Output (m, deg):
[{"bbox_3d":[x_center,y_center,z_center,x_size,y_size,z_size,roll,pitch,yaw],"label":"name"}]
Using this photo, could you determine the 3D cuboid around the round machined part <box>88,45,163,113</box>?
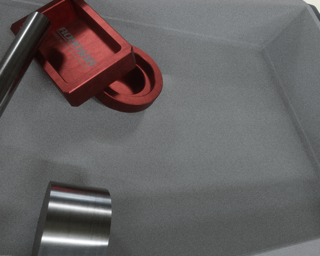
[{"bbox_3d":[-0.049,-0.061,0.407,0.099,0.042,0.098,14,56,-21],"label":"round machined part"}]

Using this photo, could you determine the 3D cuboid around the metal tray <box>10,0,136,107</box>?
[{"bbox_3d":[-0.102,-0.097,0.364,0.090,0.030,0.130,-38,67,-14],"label":"metal tray"}]

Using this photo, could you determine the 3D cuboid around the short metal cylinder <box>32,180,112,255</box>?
[{"bbox_3d":[-0.080,0.090,0.273,0.050,0.080,0.080,14,56,-21],"label":"short metal cylinder"}]

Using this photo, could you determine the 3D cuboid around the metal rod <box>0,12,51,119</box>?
[{"bbox_3d":[-0.170,0.008,0.280,0.025,0.025,0.300,23,62,-15],"label":"metal rod"}]
